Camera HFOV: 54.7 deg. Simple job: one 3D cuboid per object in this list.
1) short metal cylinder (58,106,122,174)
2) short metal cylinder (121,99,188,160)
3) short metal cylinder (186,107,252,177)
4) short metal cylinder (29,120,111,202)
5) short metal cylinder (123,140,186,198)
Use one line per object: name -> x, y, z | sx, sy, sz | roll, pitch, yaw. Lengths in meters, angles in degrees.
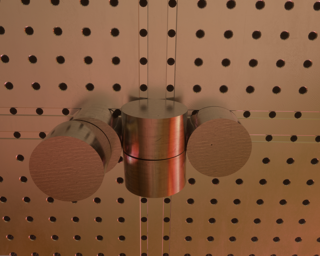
short metal cylinder -> -0.088, 0.016, 0.405 | 0.081, 0.050, 0.079 | 0, 110, 0
short metal cylinder -> -0.007, -0.001, 0.384 | 0.081, 0.080, 0.050 | 1, 111, -1
short metal cylinder -> 0.073, 0.017, 0.406 | 0.081, 0.050, 0.079 | 0, 110, 0
short metal cylinder -> -0.101, 0.037, 0.358 | 0.081, 0.050, 0.079 | 0, 110, 0
short metal cylinder -> -0.006, 0.047, 0.401 | 0.081, 0.080, 0.050 | -1, 110, 0
